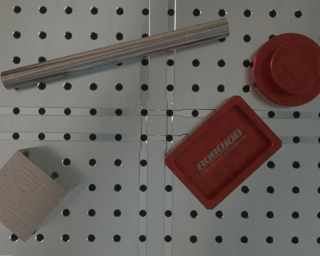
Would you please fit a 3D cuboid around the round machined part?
[{"bbox_3d":[0.172,-0.077,0.406,0.099,0.042,0.097,0,90,0],"label":"round machined part"}]

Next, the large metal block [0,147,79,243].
[{"bbox_3d":[-0.168,0.082,0.399,0.080,0.050,0.080,41,90,0],"label":"large metal block"}]

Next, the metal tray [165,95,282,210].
[{"bbox_3d":[0.081,0.031,0.411,0.130,0.030,0.090,-42,90,0],"label":"metal tray"}]

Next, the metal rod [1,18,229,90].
[{"bbox_3d":[-0.058,-0.098,0.412,0.302,0.025,0.025,-14,90,0],"label":"metal rod"}]
